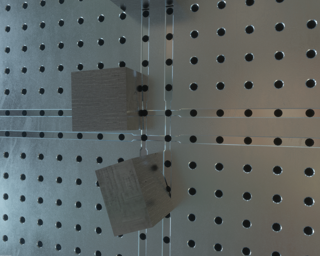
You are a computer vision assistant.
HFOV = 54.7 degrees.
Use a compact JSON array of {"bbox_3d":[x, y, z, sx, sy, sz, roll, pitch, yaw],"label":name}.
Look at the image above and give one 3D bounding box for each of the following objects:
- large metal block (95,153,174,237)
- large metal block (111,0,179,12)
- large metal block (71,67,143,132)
[{"bbox_3d":[-0.029,0.080,0.393,0.050,0.080,0.080,-20,84,19],"label":"large metal block"},{"bbox_3d":[-0.026,-0.191,0.392,0.080,0.080,0.050,0,90,19],"label":"large metal block"},{"bbox_3d":[-0.071,-0.036,0.423,0.080,0.050,0.079,-1,90,19],"label":"large metal block"}]
